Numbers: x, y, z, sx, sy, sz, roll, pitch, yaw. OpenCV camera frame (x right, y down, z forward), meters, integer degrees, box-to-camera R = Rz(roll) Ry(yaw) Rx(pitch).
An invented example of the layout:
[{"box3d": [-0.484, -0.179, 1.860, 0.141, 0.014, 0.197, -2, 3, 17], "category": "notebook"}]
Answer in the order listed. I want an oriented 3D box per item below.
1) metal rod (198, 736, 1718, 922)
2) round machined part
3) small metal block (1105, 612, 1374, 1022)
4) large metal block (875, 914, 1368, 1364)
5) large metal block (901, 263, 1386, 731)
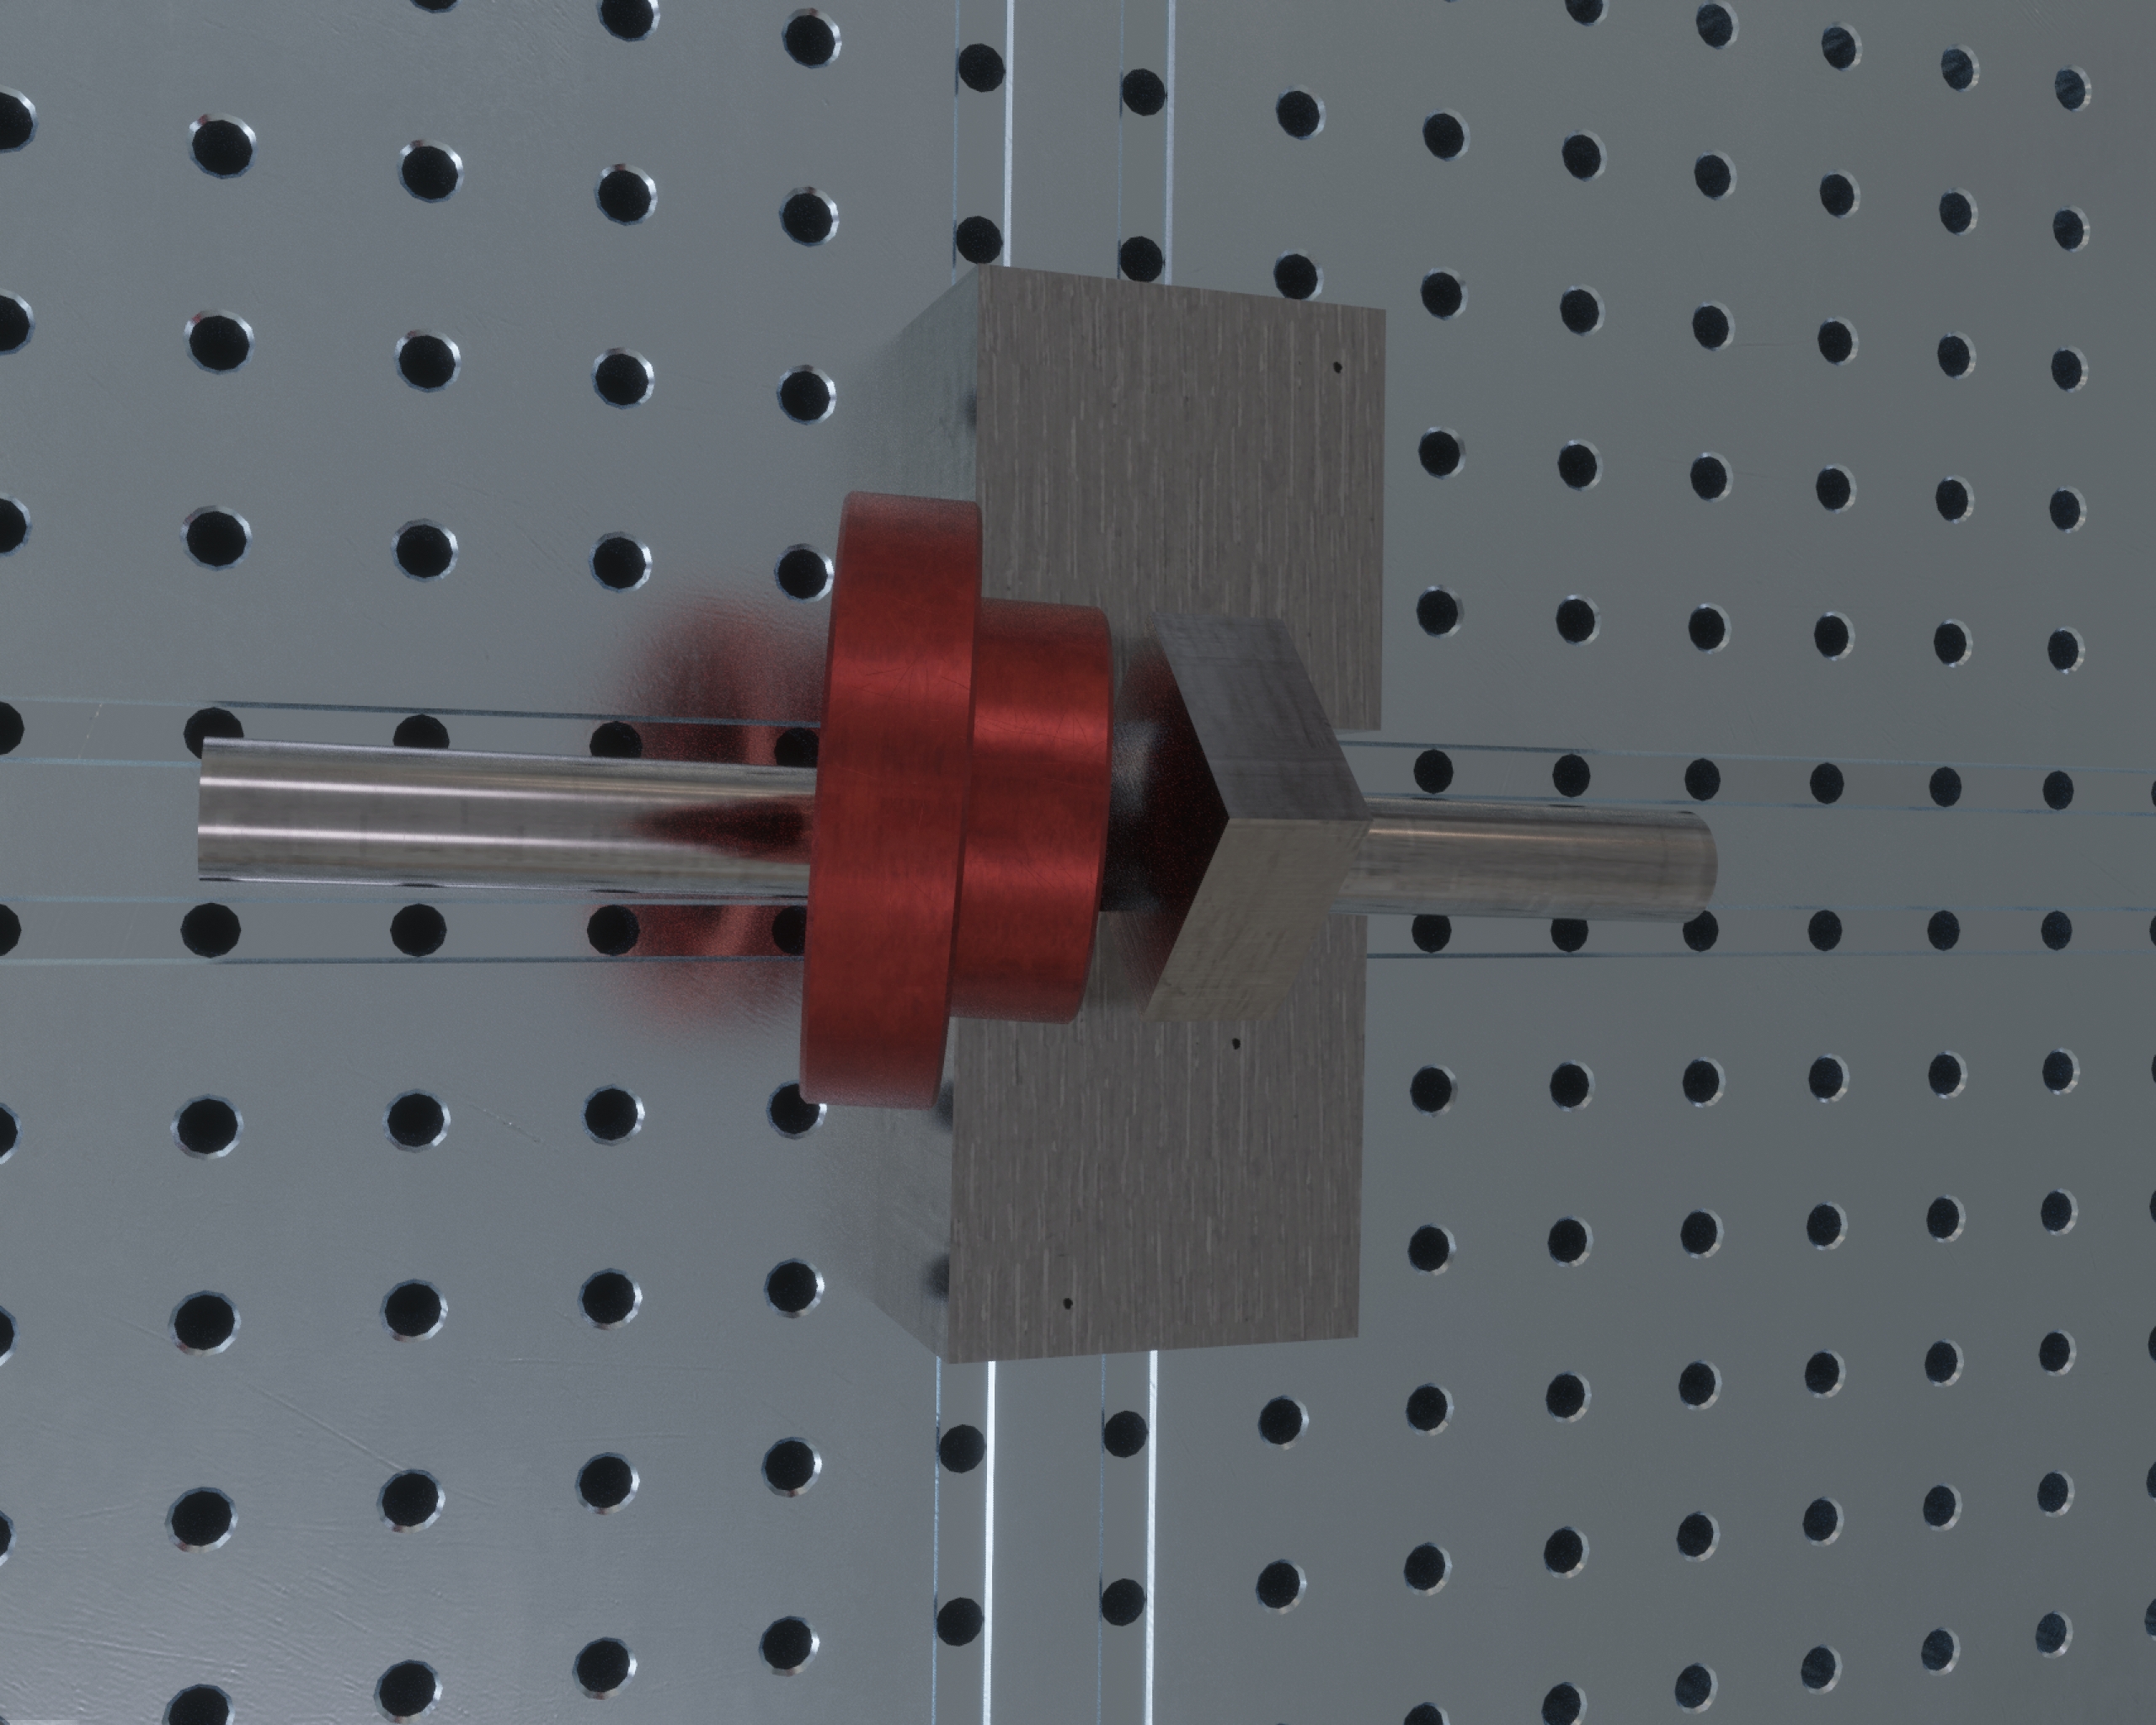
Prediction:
[{"box3d": [-0.008, -0.004, 0.409, 0.302, 0.025, 0.025, 2, 90, -20], "category": "metal rod"}, {"box3d": [-0.019, -0.009, 0.336, 0.042, 0.098, 0.097, 4, 89, -6], "category": "round machined part"}, {"box3d": [0.023, -0.008, 0.361, 0.025, 0.050, 0.050, 1, 46, -20], "category": "small metal block"}, {"box3d": [0.007, 0.049, 0.402, 0.081, 0.050, 0.080, 1, 90, -20], "category": "large metal block"}, {"box3d": [0.011, -0.065, 0.403, 0.081, 0.050, 0.079, 1, 90, -20], "category": "large metal block"}]
